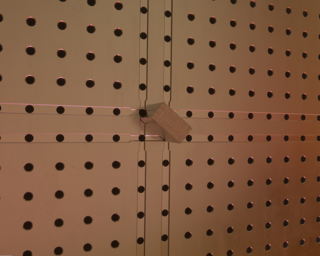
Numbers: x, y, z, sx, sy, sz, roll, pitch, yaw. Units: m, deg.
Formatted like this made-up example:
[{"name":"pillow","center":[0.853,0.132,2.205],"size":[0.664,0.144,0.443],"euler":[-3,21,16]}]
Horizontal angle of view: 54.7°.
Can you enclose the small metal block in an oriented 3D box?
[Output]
[{"name":"small metal block","center":[0.007,-0.006,0.403],"size":[0.050,0.050,0.025],"euler":[42,77,-16]}]
